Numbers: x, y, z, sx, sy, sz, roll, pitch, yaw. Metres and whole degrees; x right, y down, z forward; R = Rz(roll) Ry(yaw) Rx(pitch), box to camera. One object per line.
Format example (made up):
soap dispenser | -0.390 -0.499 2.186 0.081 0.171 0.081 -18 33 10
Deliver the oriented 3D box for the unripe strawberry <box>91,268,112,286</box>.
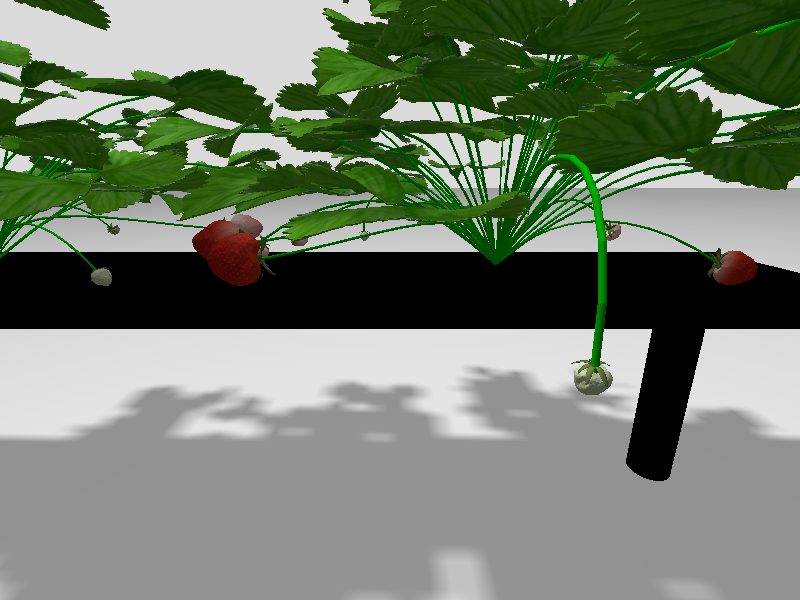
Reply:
unripe strawberry | -0.213 -0.016 0.286 0.013 0.013 0.012 40 29 10

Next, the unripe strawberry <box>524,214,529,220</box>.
unripe strawberry | 0.175 -0.112 0.548 0.011 0.010 0.010 7 19 22

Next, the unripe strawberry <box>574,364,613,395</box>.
unripe strawberry | 0.059 0.025 0.123 0.011 0.010 0.010 2 17 6

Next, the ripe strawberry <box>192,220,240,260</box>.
ripe strawberry | -0.160 -0.049 0.351 0.042 0.041 0.039 -1 17 0

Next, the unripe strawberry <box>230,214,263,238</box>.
unripe strawberry | -0.181 -0.085 0.470 0.037 0.032 0.037 -11 20 -32

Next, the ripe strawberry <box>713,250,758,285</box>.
ripe strawberry | 0.237 -0.022 0.283 0.024 0.025 0.022 22 24 19

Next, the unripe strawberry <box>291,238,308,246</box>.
unripe strawberry | -0.113 -0.068 0.446 0.019 0.019 0.018 -31 0 31

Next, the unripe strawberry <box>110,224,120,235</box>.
unripe strawberry | -0.384 -0.095 0.540 0.013 0.014 0.014 -2 5 -5

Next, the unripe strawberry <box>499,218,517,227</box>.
unripe strawberry | 0.156 -0.113 0.580 0.027 0.024 0.024 5 -29 16

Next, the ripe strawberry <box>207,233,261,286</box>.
ripe strawberry | -0.117 -0.029 0.285 0.035 0.037 0.033 -6 18 -18

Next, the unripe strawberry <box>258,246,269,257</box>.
unripe strawberry | -0.129 -0.043 0.360 0.020 0.019 0.018 30 16 -7

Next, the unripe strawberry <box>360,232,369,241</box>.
unripe strawberry | -0.042 -0.076 0.477 0.011 0.011 0.010 -16 24 -42

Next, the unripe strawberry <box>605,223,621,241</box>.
unripe strawberry | 0.256 -0.083 0.482 0.022 0.023 0.021 7 9 -41
